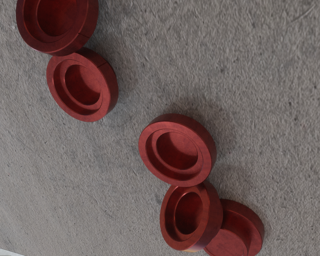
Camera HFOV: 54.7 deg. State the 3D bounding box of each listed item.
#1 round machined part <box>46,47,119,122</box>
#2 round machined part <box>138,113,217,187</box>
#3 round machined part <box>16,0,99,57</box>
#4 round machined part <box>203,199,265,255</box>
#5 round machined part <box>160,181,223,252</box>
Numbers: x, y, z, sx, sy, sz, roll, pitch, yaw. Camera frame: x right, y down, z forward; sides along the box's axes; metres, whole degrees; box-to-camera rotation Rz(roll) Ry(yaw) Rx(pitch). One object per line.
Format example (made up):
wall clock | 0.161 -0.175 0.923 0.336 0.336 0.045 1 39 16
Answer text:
round machined part | -0.097 -0.060 0.410 0.098 0.042 0.097 13 124 21
round machined part | 0.025 0.024 0.397 0.098 0.042 0.097 13 124 21
round machined part | -0.112 -0.131 0.357 0.098 0.042 0.097 0 90 21
round machined part | 0.095 0.152 0.440 0.098 0.042 0.097 13 124 20
round machined part | 0.046 0.117 0.420 0.042 0.098 0.098 23 137 -31
